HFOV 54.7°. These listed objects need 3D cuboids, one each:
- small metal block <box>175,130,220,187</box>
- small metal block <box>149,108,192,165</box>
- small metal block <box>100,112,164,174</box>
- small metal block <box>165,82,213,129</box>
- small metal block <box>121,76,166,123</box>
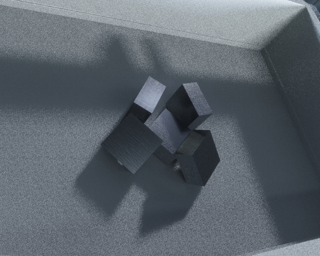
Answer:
[{"bbox_3d":[0.049,0.037,0.392,0.050,0.025,0.050,-49,127,-40],"label":"small metal block"},{"bbox_3d":[0.009,0.011,0.402,0.050,0.025,0.050,41,51,-1],"label":"small metal block"},{"bbox_3d":[-0.032,0.018,0.362,0.050,0.025,0.050,42,84,0],"label":"small metal block"},{"bbox_3d":[0.039,-0.027,0.426,0.025,0.050,0.050,-12,68,-34],"label":"small metal block"},{"bbox_3d":[-0.022,-0.030,0.394,0.025,0.050,0.050,32,51,-8],"label":"small metal block"}]
